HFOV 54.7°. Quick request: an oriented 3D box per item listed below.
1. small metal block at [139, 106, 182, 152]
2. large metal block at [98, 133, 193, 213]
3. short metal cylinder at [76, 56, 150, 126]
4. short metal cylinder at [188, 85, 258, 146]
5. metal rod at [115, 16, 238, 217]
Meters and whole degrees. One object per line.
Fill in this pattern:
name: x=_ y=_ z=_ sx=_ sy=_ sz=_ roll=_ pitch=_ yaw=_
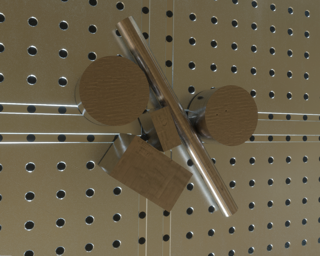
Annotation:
small metal block: x=-0.001 y=0.001 z=0.395 sx=0.025 sy=0.050 sz=0.050 roll=-23 pitch=98 yaw=-19
large metal block: x=-0.021 y=0.050 z=0.371 sx=0.080 sy=0.080 sz=0.050 roll=36 pitch=79 yaw=-16
short metal cylinder: x=-0.059 y=-0.042 z=0.374 sx=0.081 sy=0.050 sz=0.079 roll=0 pitch=90 yaw=-20
short metal cylinder: x=0.086 y=-0.016 z=0.427 sx=0.081 sy=0.050 sz=0.079 roll=0 pitch=90 yaw=-20
metal rod: x=0.028 y=-0.008 z=0.419 sx=0.025 sy=0.025 sz=0.299 roll=-33 pitch=101 yaw=-17
